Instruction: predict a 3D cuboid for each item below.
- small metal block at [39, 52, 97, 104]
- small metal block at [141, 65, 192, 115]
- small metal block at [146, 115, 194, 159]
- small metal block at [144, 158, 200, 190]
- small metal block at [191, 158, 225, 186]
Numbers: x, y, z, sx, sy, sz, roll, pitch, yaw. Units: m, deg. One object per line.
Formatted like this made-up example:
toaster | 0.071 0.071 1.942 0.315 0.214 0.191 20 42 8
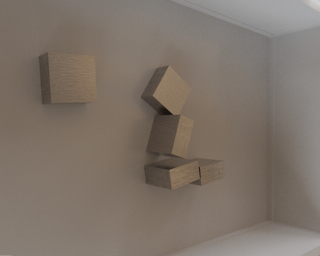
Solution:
small metal block | -0.096 -0.051 0.327 0.050 0.025 0.050 -5 94 -40
small metal block | 0.009 -0.047 0.417 0.050 0.025 0.050 41 65 -33
small metal block | 0.012 0.011 0.403 0.025 0.050 0.050 23 76 -38
small metal block | 0.016 0.058 0.406 0.050 0.050 0.025 -12 98 -40
small metal block | 0.056 0.061 0.440 0.050 0.050 0.025 -7 95 -40
